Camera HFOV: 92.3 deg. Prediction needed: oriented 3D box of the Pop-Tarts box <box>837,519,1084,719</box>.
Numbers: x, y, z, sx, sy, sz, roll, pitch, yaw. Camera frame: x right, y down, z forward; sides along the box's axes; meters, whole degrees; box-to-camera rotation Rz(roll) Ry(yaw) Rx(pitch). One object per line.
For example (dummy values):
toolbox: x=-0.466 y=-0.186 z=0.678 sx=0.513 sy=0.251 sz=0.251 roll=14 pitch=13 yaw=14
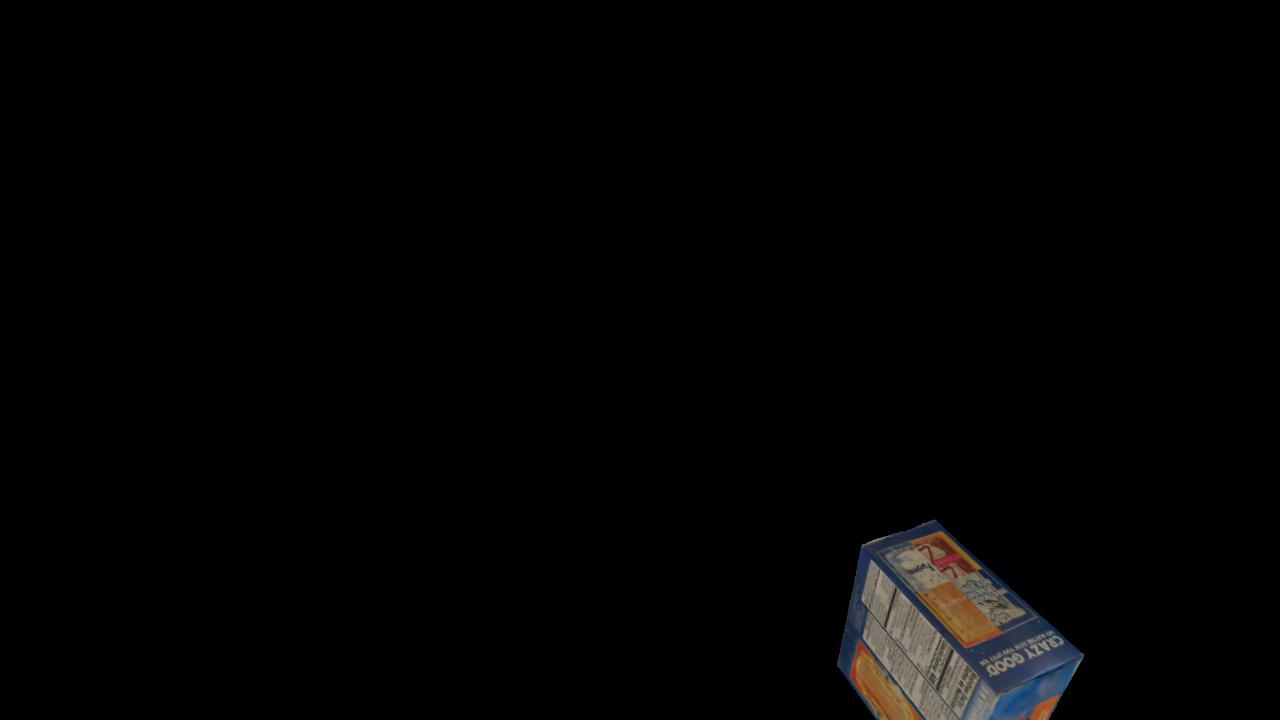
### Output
Pop-Tarts box: x=0.246 y=0.246 z=0.504 sx=0.083 sy=0.167 sz=0.141 roll=-13 pitch=32 yaw=-16
